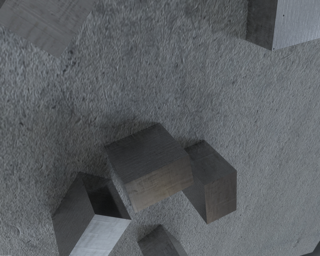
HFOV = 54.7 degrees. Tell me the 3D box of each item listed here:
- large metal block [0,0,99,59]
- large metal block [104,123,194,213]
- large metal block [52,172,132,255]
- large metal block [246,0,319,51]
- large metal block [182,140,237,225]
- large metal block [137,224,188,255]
[{"bbox_3d":[-0.089,-0.114,0.252,0.050,0.080,0.080,31,101,-38],"label":"large metal block"},{"bbox_3d":[-0.015,0.047,0.392,0.081,0.080,0.050,-23,127,-14],"label":"large metal block"},{"bbox_3d":[-0.090,0.116,0.393,0.050,0.080,0.080,23,106,-37],"label":"large metal block"},{"bbox_3d":[0.158,-0.150,0.384,0.081,0.050,0.079,-18,126,-18],"label":"large metal block"},{"bbox_3d":[0.068,0.078,0.456,0.050,0.080,0.080,-21,127,-16],"label":"large metal block"},{"bbox_3d":[0.016,0.222,0.517,0.050,0.080,0.080,-38,129,-3],"label":"large metal block"}]
